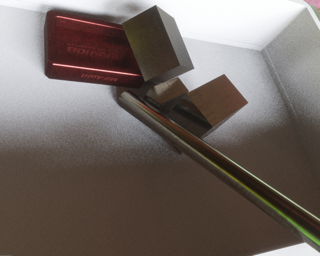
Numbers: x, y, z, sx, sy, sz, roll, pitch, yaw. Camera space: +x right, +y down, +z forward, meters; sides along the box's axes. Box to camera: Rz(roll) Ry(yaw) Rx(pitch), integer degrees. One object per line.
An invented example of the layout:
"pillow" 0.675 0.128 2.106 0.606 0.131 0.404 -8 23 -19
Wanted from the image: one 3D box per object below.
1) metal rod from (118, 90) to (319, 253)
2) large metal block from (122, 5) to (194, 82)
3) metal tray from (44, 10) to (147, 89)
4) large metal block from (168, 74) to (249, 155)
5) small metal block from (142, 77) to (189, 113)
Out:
"metal rod" 0.059 0.036 0.332 0.025 0.025 0.300 -27 50 -37
"large metal block" 0.001 -0.110 0.423 0.080 0.050 0.080 68 20 0
"metal tray" -0.086 -0.104 0.420 0.131 0.030 0.090 3 61 -27
"large metal block" 0.056 -0.018 0.413 0.081 0.080 0.050 -30 79 -38
"small metal block" 0.003 -0.038 0.416 0.050 0.050 0.025 -28 78 -38
